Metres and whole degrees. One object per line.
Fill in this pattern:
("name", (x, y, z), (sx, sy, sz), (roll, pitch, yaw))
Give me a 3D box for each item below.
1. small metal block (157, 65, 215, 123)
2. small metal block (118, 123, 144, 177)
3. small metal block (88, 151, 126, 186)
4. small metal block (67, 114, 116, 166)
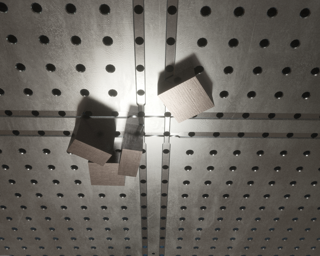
("small metal block", (0.032, -0.040, 0.378), (0.050, 0.025, 0.050), (-26, 126, 20))
("small metal block", (-0.039, 0.030, 0.420), (0.025, 0.050, 0.050), (9, 130, -8))
("small metal block", (-0.078, 0.060, 0.462), (0.050, 0.025, 0.050), (2, 130, -2))
("small metal block", (-0.088, 0.015, 0.407), (0.050, 0.050, 0.025), (27, 125, -21))
